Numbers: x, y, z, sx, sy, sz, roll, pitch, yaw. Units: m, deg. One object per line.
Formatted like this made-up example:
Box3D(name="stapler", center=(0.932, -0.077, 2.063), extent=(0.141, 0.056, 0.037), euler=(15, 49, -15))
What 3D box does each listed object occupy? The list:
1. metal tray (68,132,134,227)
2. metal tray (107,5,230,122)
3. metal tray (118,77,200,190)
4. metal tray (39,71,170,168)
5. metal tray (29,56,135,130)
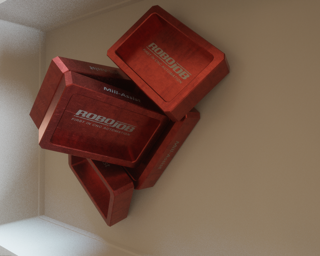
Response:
Box3D(name="metal tray", center=(-0.091, 0.067, 0.451), extent=(0.130, 0.030, 0.089), euler=(47, 142, 29))
Box3D(name="metal tray", center=(0.006, -0.081, 0.372), extent=(0.090, 0.030, 0.130), euler=(-44, 60, 2))
Box3D(name="metal tray", center=(-0.016, 0.006, 0.412), extent=(0.090, 0.030, 0.129), euler=(46, 117, 29))
Box3D(name="metal tray", center=(-0.065, -0.004, 0.372), extent=(0.089, 0.131, 0.030), euler=(-57, 34, 24))
Box3D(name="metal tray", center=(-0.090, -0.038, 0.407), extent=(0.030, 0.131, 0.089), euler=(48, 119, 30))
